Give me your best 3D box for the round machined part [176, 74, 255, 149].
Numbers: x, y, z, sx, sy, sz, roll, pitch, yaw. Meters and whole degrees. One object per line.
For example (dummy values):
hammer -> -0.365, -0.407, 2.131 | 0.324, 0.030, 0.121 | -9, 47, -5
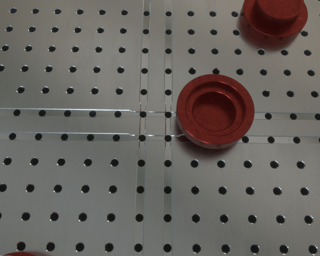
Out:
round machined part -> 0.070, -0.019, 0.411 | 0.099, 0.042, 0.098 | 0, 70, -1

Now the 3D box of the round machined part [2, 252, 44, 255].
round machined part -> -0.159, 0.186, 0.333 | 0.099, 0.042, 0.098 | 0, 70, -1

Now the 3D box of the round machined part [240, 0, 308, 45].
round machined part -> 0.176, -0.180, 0.471 | 0.099, 0.042, 0.098 | 0, 70, -1
